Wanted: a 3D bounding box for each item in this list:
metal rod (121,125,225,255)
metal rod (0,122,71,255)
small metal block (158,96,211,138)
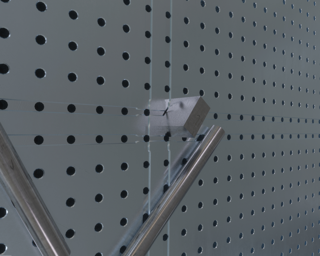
[{"bbox_3d":[0.007,0.108,0.414,0.301,0.025,0.025,-51,120,-28],"label":"metal rod"},{"bbox_3d":[-0.156,0.001,0.278,0.025,0.025,0.299,-33,111,-35],"label":"metal rod"},{"bbox_3d":[0.033,-0.015,0.420,0.025,0.050,0.050,46,63,-31],"label":"small metal block"}]
